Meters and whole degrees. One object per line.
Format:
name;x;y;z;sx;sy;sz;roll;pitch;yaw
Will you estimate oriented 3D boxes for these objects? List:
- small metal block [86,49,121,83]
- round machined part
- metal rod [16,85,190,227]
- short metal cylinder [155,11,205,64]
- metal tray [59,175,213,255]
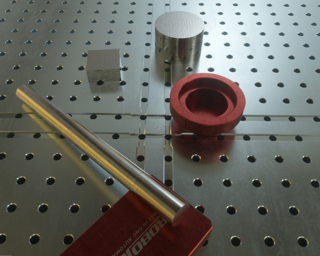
small metal block;-0.088;-0.099;0.489;0.050;0.025;0.050;-4;50;-4
round machined part;0.062;-0.027;0.420;0.099;0.042;0.098;0;50;0
metal rod;-0.088;0.015;0.368;0.300;0.025;0.025;32;56;32
short metal cylinder;0.032;-0.153;0.520;0.081;0.050;0.080;0;50;0
metal tray;-0.022;0.118;0.305;0.090;0.030;0.131;35;58;25
